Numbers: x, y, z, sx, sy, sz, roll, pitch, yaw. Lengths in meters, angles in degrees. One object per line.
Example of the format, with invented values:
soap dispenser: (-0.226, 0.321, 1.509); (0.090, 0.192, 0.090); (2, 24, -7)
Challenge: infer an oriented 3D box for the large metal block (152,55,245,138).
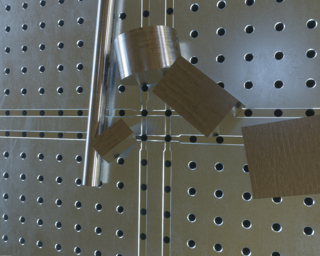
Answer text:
large metal block: (0.049, -0.034, 0.366); (0.080, 0.080, 0.050); (41, 103, 15)

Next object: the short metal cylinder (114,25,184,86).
short metal cylinder: (-0.014, -0.088, 0.387); (0.080, 0.080, 0.050); (-11, 86, 19)

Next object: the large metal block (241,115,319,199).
large metal block: (0.141, 0.032, 0.349); (0.080, 0.050, 0.080); (-10, 87, 19)

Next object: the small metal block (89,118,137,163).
small metal block: (-0.060, 0.018, 0.411); (0.050, 0.050, 0.025); (-39, 77, -9)

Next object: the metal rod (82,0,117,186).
metal rod: (-0.085, -0.067, 0.441); (0.025, 0.025, 0.298); (6, 92, 19)
